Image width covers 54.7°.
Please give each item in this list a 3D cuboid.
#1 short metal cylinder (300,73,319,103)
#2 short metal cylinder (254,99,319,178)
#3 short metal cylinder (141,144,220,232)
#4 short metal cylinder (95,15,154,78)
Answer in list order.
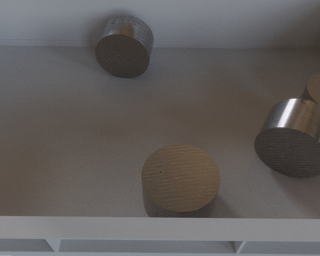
[{"bbox_3d":[0.231,-0.030,0.418,0.081,0.050,0.080,0,50,0],"label":"short metal cylinder"},{"bbox_3d":[0.158,0.013,0.361,0.080,0.080,0.050,25,54,19],"label":"short metal cylinder"},{"bbox_3d":[0.021,0.064,0.335,0.081,0.050,0.080,0,50,0],"label":"short metal cylinder"},{"bbox_3d":[-0.053,-0.123,0.472,0.080,0.080,0.050,5,50,4],"label":"short metal cylinder"}]
